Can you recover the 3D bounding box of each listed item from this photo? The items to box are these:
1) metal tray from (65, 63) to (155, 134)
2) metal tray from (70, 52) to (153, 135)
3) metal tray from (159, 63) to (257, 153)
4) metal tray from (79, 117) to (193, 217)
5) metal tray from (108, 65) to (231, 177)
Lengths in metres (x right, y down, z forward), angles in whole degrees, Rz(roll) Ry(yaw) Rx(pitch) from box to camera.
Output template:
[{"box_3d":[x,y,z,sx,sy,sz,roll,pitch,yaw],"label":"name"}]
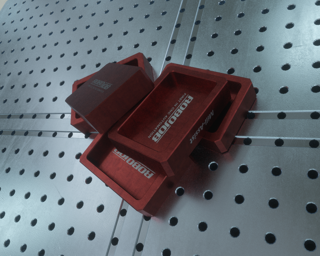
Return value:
[{"box_3d":[-0.073,-0.047,0.421,0.090,0.030,0.130,-43,28,-11],"label":"metal tray"},{"box_3d":[-0.074,-0.053,0.477,0.130,0.030,0.090,-20,54,16],"label":"metal tray"},{"box_3d":[0.044,-0.031,0.401,0.130,0.030,0.090,21,72,36],"label":"metal tray"},{"box_3d":[-0.034,0.040,0.399,0.130,0.030,0.090,30,78,37],"label":"metal tray"},{"box_3d":[0.013,-0.015,0.368,0.090,0.030,0.130,22,62,36],"label":"metal tray"}]
